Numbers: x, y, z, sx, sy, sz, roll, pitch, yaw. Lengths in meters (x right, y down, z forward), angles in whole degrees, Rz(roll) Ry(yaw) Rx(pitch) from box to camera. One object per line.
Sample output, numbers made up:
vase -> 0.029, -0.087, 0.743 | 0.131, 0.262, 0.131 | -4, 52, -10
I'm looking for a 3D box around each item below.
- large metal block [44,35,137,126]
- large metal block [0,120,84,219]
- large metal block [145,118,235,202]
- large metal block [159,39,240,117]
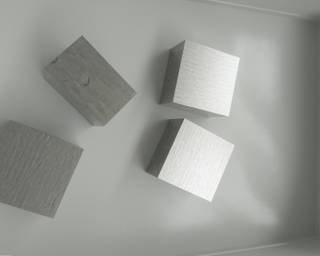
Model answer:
large metal block -> -0.081, -0.048, 0.351 | 0.080, 0.080, 0.050 | 46, 76, -14
large metal block -> -0.142, 0.044, 0.345 | 0.080, 0.050, 0.080 | 25, 82, -19
large metal block -> 0.039, 0.041, 0.412 | 0.080, 0.050, 0.080 | 27, 81, -18
large metal block -> 0.052, -0.062, 0.416 | 0.081, 0.050, 0.080 | 13, 86, -20
